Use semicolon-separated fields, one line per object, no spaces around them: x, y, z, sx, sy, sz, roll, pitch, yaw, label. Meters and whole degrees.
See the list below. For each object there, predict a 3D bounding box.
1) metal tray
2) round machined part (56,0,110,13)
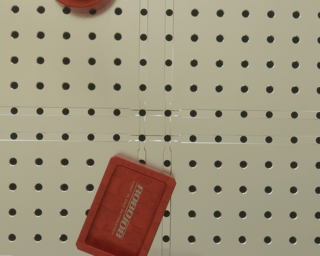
-0.043;0.110;0.410;0.090;0.030;0.129;22;90;-1;metal tray
-0.106;-0.206;0.403;0.099;0.042;0.097;0;90;-1;round machined part
